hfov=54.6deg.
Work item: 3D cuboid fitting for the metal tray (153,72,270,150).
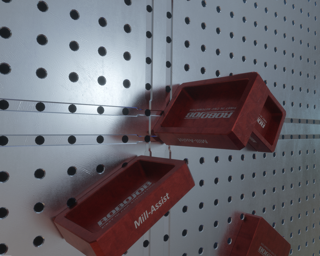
[{"bbox_3d":[0.060,-0.020,0.390,0.030,0.130,0.090,45,63,-31],"label":"metal tray"}]

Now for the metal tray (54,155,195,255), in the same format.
[{"bbox_3d":[-0.036,0.079,0.335,0.131,0.090,0.030,-36,112,-34],"label":"metal tray"}]

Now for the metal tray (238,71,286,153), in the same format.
[{"bbox_3d":[0.170,-0.025,0.546,0.130,0.030,0.090,39,67,-33],"label":"metal tray"}]

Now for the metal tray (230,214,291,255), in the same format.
[{"bbox_3d":[0.184,0.225,0.559,0.130,0.030,0.090,44,64,-31],"label":"metal tray"}]
